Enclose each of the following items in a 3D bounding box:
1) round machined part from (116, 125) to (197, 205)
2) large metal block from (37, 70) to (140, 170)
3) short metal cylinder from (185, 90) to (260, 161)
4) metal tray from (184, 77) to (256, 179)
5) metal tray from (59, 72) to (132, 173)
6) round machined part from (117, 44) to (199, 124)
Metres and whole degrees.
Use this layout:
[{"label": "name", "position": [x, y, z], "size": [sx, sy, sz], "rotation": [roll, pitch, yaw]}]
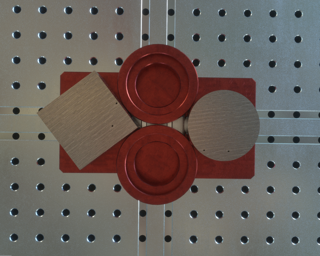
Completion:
[{"label": "round machined part", "position": [-0.004, 0.045, 0.396], "size": [0.099, 0.042, 0.097], "rotation": [0, 90, 0]}, {"label": "large metal block", "position": [-0.081, -0.009, 0.370], "size": [0.080, 0.050, 0.080], "rotation": [-37, 90, 0]}, {"label": "short metal cylinder", "position": [0.071, -0.003, 0.370], "size": [0.081, 0.050, 0.079], "rotation": [0, 90, 0]}, {"label": "metal tray", "position": [0.077, 0.000, 0.409], "size": [0.091, 0.030, 0.129], "rotation": [1, 90, 0]}, {"label": "metal tray", "position": [-0.083, -0.007, 0.410], "size": [0.091, 0.030, 0.129], "rotation": [1, 90, -2]}, {"label": "round machined part", "position": [-0.002, -0.054, 0.396], "size": [0.099, 0.042, 0.097], "rotation": [0, 90, 0]}]
